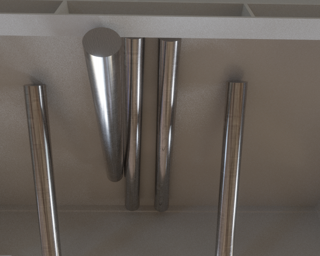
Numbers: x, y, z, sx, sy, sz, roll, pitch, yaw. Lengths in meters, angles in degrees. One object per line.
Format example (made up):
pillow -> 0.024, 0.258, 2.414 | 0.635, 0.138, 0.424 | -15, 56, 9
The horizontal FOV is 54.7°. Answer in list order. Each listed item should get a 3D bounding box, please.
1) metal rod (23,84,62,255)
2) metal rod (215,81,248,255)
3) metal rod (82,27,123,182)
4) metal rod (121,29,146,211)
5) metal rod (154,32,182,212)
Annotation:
metal rod -> -0.149, 0.093, 0.404 | 0.025, 0.025, 0.298 | 0, 105, 0
metal rod -> 0.090, 0.089, 0.405 | 0.025, 0.025, 0.298 | 0, 105, -1
metal rod -> -0.053, 0.007, 0.336 | 0.025, 0.025, 0.299 | 5, 155, -4
metal rod -> -0.037, 0.015, 0.421 | 0.025, 0.025, 0.298 | 3, 130, -2
metal rod -> 0.006, 0.017, 0.423 | 0.025, 0.025, 0.298 | 1, 130, -1
